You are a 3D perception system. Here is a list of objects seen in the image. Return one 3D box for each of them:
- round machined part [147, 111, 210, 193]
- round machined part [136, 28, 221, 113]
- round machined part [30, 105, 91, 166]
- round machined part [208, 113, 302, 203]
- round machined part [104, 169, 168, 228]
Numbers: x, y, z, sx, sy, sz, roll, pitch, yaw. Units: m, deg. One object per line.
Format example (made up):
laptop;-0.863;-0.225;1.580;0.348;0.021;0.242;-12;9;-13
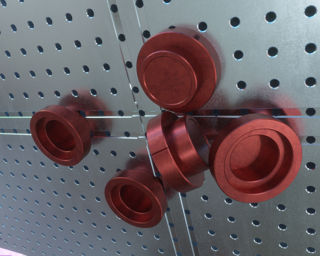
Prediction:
round machined part;0.029;0.023;0.364;0.042;0.098;0.098;-26;105;21
round machined part;0.016;-0.060;0.353;0.098;0.042;0.097;13;124;20
round machined part;-0.148;0.008;0.480;0.098;0.042;0.097;13;124;20
round machined part;0.101;0.030;0.345;0.099;0.042;0.097;-3;108;-8
round machined part;-0.033;0.104;0.480;0.098;0.042;0.097;13;124;20
